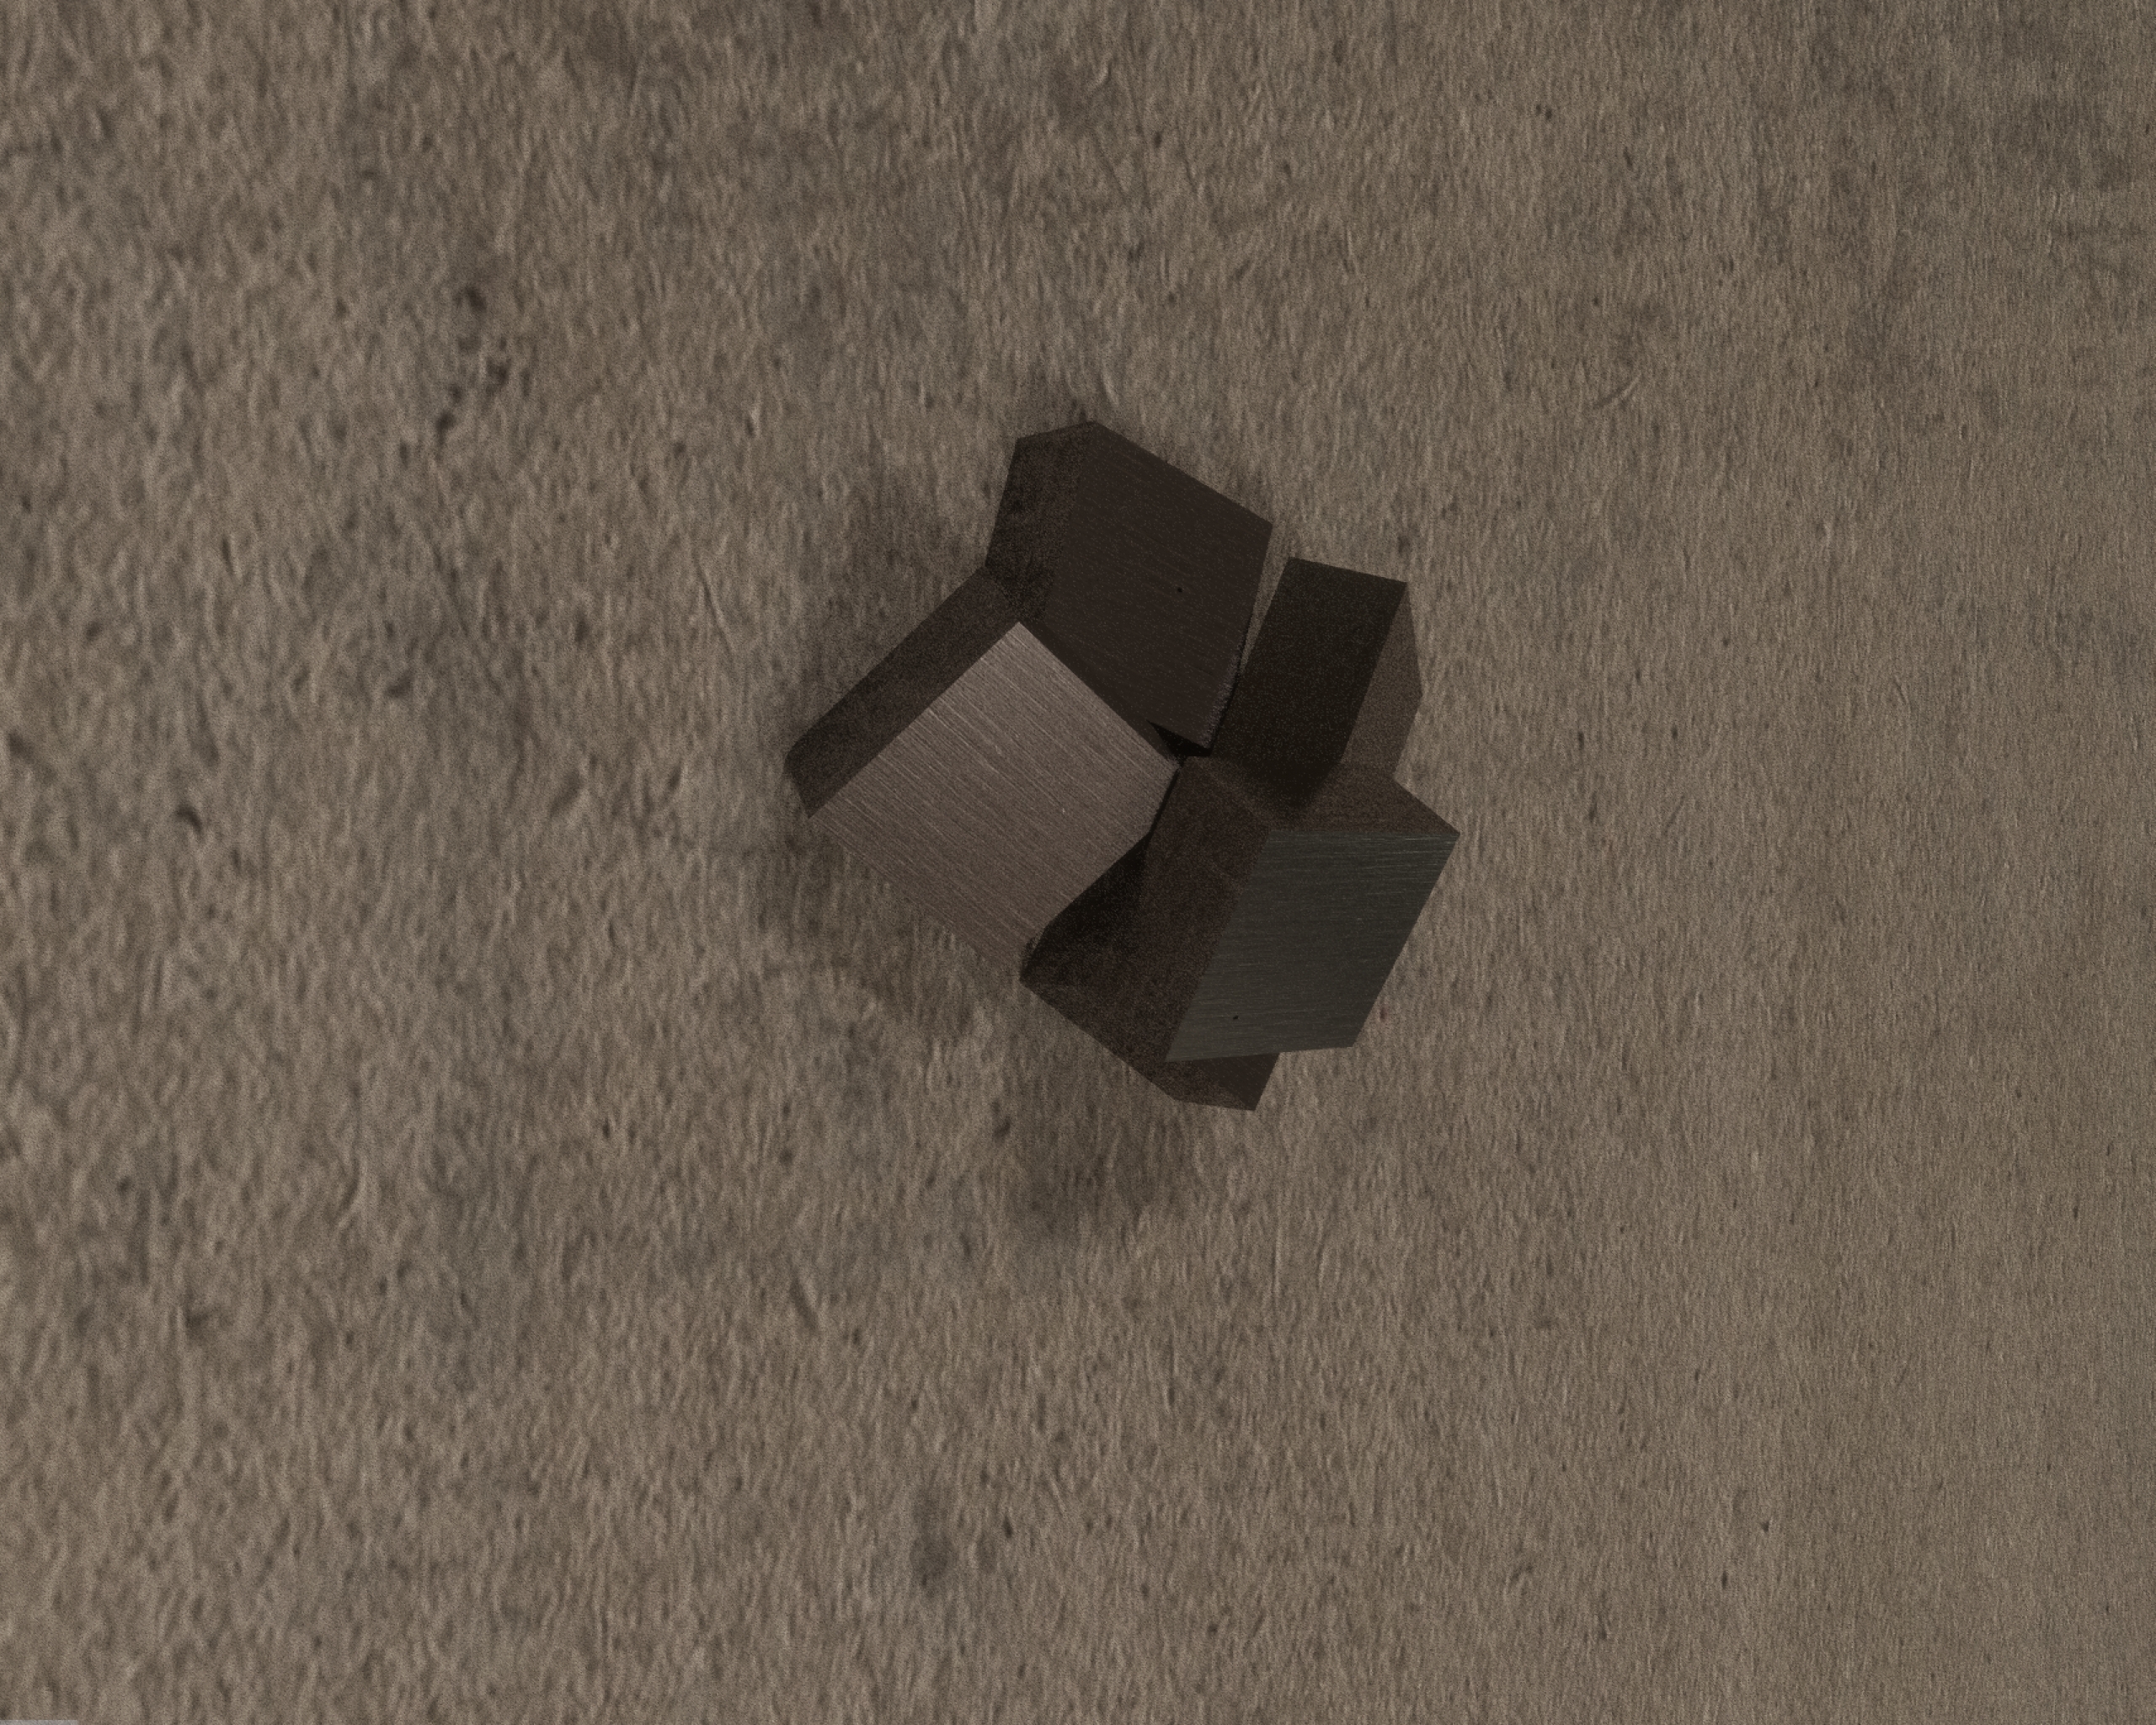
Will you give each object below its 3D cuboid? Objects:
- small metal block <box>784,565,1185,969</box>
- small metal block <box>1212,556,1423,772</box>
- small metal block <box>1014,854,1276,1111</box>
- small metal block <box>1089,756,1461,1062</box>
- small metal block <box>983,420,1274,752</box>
[{"bbox_3d":[-0.016,-0.017,0.380,0.050,0.025,0.050,-43,124,9],"label":"small metal block"},{"bbox_3d":[0.051,-0.028,0.437,0.050,0.025,0.050,62,47,-64],"label":"small metal block"},{"bbox_3d":[0.022,0.016,0.427,0.050,0.025,0.050,40,66,-33],"label":"small metal block"},{"bbox_3d":[0.037,0.009,0.392,0.050,0.025,0.050,0,123,-40],"label":"small metal block"},{"bbox_3d":[0.008,-0.053,0.415,0.050,0.025,0.050,22,76,-38],"label":"small metal block"}]
